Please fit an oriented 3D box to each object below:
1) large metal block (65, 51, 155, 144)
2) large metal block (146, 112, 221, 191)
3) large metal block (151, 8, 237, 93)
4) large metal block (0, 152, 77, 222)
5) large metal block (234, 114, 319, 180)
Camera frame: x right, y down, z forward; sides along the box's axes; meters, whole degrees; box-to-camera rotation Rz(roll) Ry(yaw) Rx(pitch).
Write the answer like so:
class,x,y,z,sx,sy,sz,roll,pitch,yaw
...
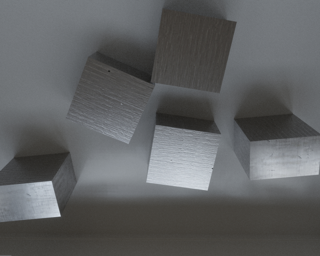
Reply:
class,x,y,z,sx,sy,sz,roll,pitch,yaw
large metal block,-0.059,-0.038,0.383,0.080,0.050,0.079,23,108,-9
large metal block,0.028,0.030,0.410,0.081,0.050,0.079,8,110,-4
large metal block,0.036,-0.091,0.365,0.081,0.050,0.079,9,110,-4
large metal block,-0.164,0.075,0.407,0.080,0.080,0.050,-6,110,2
large metal block,0.143,0.021,0.392,0.080,0.080,0.050,-5,110,1
